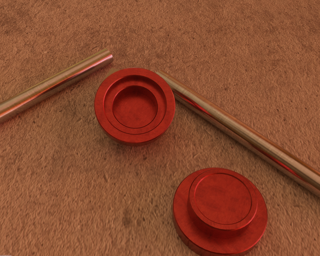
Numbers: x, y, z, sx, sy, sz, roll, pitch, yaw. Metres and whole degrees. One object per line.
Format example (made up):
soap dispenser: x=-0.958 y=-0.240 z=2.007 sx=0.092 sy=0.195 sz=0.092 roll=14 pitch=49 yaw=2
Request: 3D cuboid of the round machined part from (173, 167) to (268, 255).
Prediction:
round machined part: x=0.063 y=0.082 z=0.324 sx=0.099 sy=0.042 sz=0.098 roll=0 pitch=50 yaw=0

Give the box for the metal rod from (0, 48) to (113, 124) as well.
metal rod: x=-0.192 y=-0.037 z=0.432 sx=0.302 sy=0.025 sz=0.025 roll=-36 pitch=59 yaw=-27

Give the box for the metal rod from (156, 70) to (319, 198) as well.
metal rod: x=0.104 y=0.005 z=0.399 sx=0.025 sy=0.025 sz=0.300 roll=-37 pitch=60 yaw=-27

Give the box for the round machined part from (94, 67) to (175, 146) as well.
round machined part: x=-0.032 y=-0.024 z=0.396 sx=0.099 sy=0.042 sz=0.098 roll=2 pitch=75 yaw=-6

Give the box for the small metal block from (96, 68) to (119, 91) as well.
small metal block: x=-0.057 y=-0.058 z=0.451 sx=0.050 sy=0.025 sz=0.050 roll=15 pitch=51 yaw=12
